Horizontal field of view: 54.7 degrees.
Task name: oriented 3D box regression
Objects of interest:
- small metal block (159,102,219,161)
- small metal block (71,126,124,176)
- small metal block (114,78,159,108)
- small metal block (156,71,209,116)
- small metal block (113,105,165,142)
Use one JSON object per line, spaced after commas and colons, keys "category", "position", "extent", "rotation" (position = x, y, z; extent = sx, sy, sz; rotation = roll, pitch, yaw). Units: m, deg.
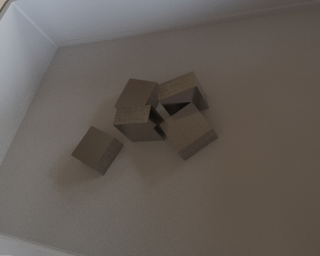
{"category": "small metal block", "position": [0.035, 0.004, 0.385], "extent": [0.050, 0.025, 0.050], "rotation": [-36, 51, 4]}
{"category": "small metal block", "position": [-0.087, 0.031, 0.433], "extent": [0.050, 0.025, 0.050], "rotation": [23, 74, 36]}
{"category": "small metal block", "position": [-0.030, -0.041, 0.447], "extent": [0.050, 0.025, 0.050], "rotation": [14, 69, 34]}
{"category": "small metal block", "position": [0.030, -0.040, 0.399], "extent": [0.050, 0.050, 0.025], "rotation": [-20, 54, 16]}
{"category": "small metal block", "position": [-0.025, -0.005, 0.406], "extent": [0.050, 0.050, 0.025], "rotation": [-4, 60, 26]}
